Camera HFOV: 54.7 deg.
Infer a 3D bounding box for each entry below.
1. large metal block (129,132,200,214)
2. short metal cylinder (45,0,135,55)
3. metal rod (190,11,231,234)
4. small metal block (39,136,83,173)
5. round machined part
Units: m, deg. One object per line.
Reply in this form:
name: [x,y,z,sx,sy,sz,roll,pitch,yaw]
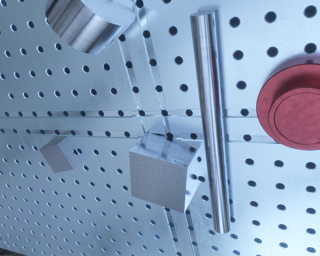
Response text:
large metal block: [0.007,0.061,0.428,0.080,0.050,0.079,14,124,20]
short metal cylinder: [-0.074,-0.127,0.334,0.050,0.080,0.080,-35,99,38]
metal rod: [0.067,0.014,0.383,0.025,0.025,0.298,4,120,26]
small metal block: [-0.168,0.046,0.526,0.050,0.025,0.050,-15,111,34]
round machined part: [0.147,-0.017,0.312,0.098,0.042,0.097,13,124,20]
